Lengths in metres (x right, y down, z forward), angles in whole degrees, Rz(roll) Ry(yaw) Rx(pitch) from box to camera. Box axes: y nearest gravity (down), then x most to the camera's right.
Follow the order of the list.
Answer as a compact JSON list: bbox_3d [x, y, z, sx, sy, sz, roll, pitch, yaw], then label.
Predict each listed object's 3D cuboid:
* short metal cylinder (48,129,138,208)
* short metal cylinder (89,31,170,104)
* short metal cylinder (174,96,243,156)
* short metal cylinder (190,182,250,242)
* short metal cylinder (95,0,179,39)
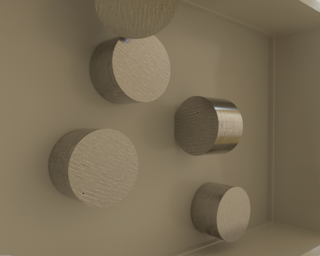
[{"bbox_3d":[-0.071,0.040,0.333,0.081,0.050,0.079,0,90,-40],"label":"short metal cylinder"},{"bbox_3d":[-0.034,-0.069,0.363,0.081,0.050,0.079,-1,91,-40],"label":"short metal cylinder"},{"bbox_3d":[0.066,-0.003,0.428,0.050,0.080,0.079,1,90,-40],"label":"short metal cylinder"},{"bbox_3d":[0.093,0.126,0.471,0.081,0.050,0.079,0,90,-40],"label":"short metal cylinder"},{"bbox_3d":[-0.026,-0.138,0.310,0.080,0.080,0.050,24,37,-38],"label":"short metal cylinder"}]
